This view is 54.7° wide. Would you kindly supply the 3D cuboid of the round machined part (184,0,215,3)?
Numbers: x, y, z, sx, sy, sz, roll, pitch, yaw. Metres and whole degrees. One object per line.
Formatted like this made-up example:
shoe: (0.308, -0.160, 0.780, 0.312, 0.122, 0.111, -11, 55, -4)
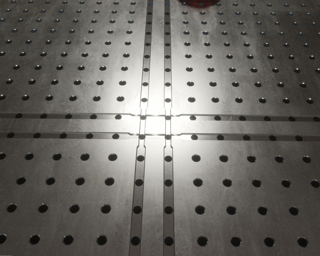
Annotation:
round machined part: (0.083, -0.310, 0.658, 0.099, 0.042, 0.098, 0, 50, 0)
